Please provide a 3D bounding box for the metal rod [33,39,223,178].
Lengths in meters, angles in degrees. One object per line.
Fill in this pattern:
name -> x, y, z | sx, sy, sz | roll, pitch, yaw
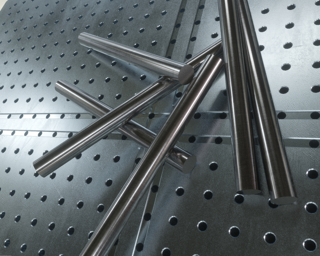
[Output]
metal rod -> -0.033, -0.030, 0.416 | 0.301, 0.025, 0.025 | -34, 51, -6

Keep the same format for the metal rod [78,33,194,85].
metal rod -> -0.056, -0.117, 0.481 | 0.025, 0.025, 0.300 | -51, 43, -8

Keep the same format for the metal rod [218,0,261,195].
metal rod -> 0.093, -0.069, 0.384 | 0.025, 0.025, 0.299 | -11, 63, 22

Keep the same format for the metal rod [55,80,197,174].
metal rod -> -0.069, -0.015, 0.455 | 0.300, 0.025, 0.025 | 29, 78, 37

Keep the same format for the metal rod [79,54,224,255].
metal rod -> -0.008, 0.037, 0.356 | 0.025, 0.025, 0.300 | 22, 72, 36

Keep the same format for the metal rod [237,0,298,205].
metal rod -> 0.119, -0.057, 0.380 | 0.025, 0.025, 0.300 | -14, 56, 20
